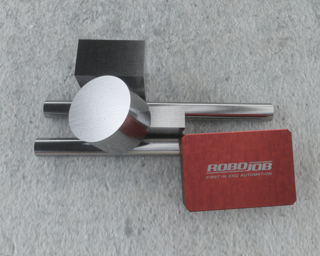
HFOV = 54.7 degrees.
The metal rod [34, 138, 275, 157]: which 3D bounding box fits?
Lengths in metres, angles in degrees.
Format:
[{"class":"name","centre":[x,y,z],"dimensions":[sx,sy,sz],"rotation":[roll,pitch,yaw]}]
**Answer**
[{"class":"metal rod","centre":[-0.006,0.025,0.401],"dimensions":[0.302,0.025,0.025],"rotation":[0,70,-1]}]

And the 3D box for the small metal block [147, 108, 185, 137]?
[{"class":"small metal block","centre":[0.005,-0.004,0.397],"dimensions":[0.050,0.050,0.025],"rotation":[1,70,0]}]

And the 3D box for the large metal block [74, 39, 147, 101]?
[{"class":"large metal block","centre":[-0.059,-0.071,0.406],"dimensions":[0.081,0.080,0.050],"rotation":[1,70,0]}]

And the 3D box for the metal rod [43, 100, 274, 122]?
[{"class":"metal rod","centre":[-0.002,-0.023,0.418],"dimensions":[0.302,0.025,0.025],"rotation":[1,70,0]}]

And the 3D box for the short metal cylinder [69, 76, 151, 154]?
[{"class":"short metal cylinder","centre":[-0.058,-0.014,0.363],"dimensions":[0.080,0.050,0.080],"rotation":[-9,66,22]}]

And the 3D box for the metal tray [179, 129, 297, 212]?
[{"class":"metal tray","centre":[0.092,0.049,0.375],"dimensions":[0.131,0.030,0.089],"rotation":[-3,88,-3]}]
